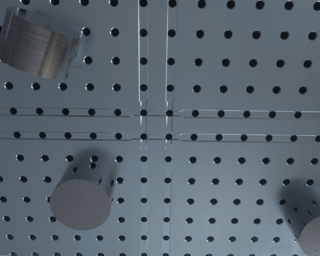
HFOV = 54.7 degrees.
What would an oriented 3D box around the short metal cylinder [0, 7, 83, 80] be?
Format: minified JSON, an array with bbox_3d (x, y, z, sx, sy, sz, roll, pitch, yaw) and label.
[{"bbox_3d":[-0.134,-0.095,0.348,0.080,0.080,0.050,22,109,-8],"label":"short metal cylinder"}]

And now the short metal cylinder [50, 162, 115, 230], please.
[{"bbox_3d":[-0.105,0.094,0.434,0.081,0.050,0.079,0,110,0],"label":"short metal cylinder"}]

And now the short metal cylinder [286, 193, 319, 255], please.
[{"bbox_3d":[0.235,0.144,0.455,0.081,0.050,0.079,0,110,0],"label":"short metal cylinder"}]
